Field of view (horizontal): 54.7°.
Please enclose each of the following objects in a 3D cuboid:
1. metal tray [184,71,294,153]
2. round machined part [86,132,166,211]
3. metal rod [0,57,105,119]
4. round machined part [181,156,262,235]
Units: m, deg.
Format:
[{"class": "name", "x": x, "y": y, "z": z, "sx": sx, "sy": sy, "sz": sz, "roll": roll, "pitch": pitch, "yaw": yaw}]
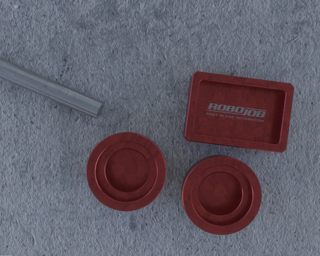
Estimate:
[{"class": "metal tray", "x": 0.101, "y": -0.020, "z": 0.408, "sx": 0.131, "sy": 0.030, "sz": 0.089, "roll": 7, "pitch": 90, "yaw": 0}, {"class": "round machined part", "x": -0.042, "y": 0.054, "z": 0.401, "sx": 0.099, "sy": 0.042, "sz": 0.097, "roll": 0, "pitch": 90, "yaw": 0}, {"class": "metal rod", "x": -0.217, "y": -0.082, "z": 0.408, "sx": 0.301, "sy": 0.025, "sz": 0.025, "roll": 23, "pitch": 90, "yaw": 0}, {"class": "round machined part", "x": 0.077, "y": 0.083, "z": 0.402, "sx": 0.099, "sy": 0.042, "sz": 0.097, "roll": 0, "pitch": 90, "yaw": 0}]
